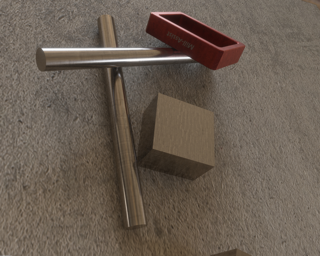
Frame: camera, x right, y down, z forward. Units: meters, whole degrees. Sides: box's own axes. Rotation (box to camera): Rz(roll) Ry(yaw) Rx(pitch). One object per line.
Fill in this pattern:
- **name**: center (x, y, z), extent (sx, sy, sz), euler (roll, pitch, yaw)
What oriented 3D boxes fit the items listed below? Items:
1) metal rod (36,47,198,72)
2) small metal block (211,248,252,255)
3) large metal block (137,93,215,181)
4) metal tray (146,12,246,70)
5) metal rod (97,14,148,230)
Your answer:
- **metal rod**: center (-0.018, -0.099, 0.430), extent (0.302, 0.025, 0.025), euler (-14, 69, -42)
- **small metal block**: center (0.088, 0.159, 0.340), extent (0.050, 0.050, 0.025), euler (29, 52, -11)
- **large metal block**: center (0.021, 0.013, 0.393), extent (0.081, 0.050, 0.080), euler (18, 55, -19)
- **metal tray**: center (0.055, -0.138, 0.476), extent (0.130, 0.030, 0.091), euler (35, 35, 21)
- **metal rod**: center (-0.053, -0.027, 0.392), extent (0.025, 0.025, 0.299), euler (3, 60, -27)
